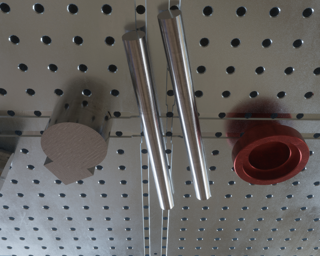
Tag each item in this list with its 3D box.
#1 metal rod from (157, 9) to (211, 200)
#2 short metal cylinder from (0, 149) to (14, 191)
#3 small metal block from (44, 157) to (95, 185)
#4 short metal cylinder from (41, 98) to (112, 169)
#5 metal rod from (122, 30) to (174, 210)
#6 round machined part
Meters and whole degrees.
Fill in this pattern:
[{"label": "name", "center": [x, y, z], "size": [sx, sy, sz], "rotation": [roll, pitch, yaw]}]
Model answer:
[{"label": "metal rod", "center": [0.040, -0.004, 0.408], "size": [0.025, 0.025, 0.299], "rotation": [-9, 130, 7]}, {"label": "short metal cylinder", "center": [-0.244, 0.064, 0.428], "size": [0.050, 0.080, 0.080], "rotation": [21, 127, -17]}, {"label": "small metal block", "center": [-0.131, 0.053, 0.456], "size": [0.050, 0.025, 0.050], "rotation": [-21, 127, 17]}, {"label": "short metal cylinder", "center": [-0.105, 0.008, 0.401], "size": [0.081, 0.050, 0.079], "rotation": [0, 130, 0]}, {"label": "metal rod", "center": [-0.008, 0.015, 0.423], "size": [0.025, 0.025, 0.298], "rotation": [-6, 130, 5]}, {"label": "round machined part", "center": [0.149, 0.032, 0.429], "size": [0.099, 0.042, 0.097], "rotation": [0, 130, 0]}]
